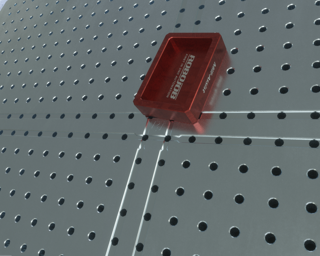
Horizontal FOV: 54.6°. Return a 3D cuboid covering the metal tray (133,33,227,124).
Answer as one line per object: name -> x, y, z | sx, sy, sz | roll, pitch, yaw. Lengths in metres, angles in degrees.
metal tray -> 0.029, -0.075, 0.436 | 0.090, 0.030, 0.130 | 11, 67, 33
